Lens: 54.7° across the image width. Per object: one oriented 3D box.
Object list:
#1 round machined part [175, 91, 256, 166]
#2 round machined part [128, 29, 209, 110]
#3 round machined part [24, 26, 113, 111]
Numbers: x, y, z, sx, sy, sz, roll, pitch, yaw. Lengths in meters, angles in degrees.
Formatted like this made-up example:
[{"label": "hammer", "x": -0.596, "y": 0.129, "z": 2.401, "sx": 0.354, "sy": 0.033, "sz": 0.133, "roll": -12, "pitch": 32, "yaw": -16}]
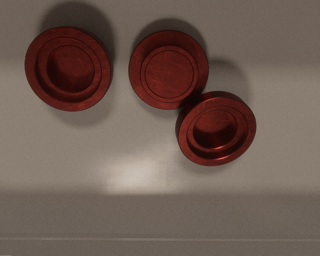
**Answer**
[{"label": "round machined part", "x": 0.068, "y": -0.003, "z": 0.396, "sx": 0.099, "sy": 0.042, "sz": 0.097, "roll": -3, "pitch": 119, "yaw": -6}, {"label": "round machined part", "x": 0.011, "y": -0.068, "z": 0.377, "sx": 0.099, "sy": 0.042, "sz": 0.097, "roll": 0, "pitch": 110, "yaw": -1}, {"label": "round machined part", "x": -0.106, "y": -0.072, "z": 0.374, "sx": 0.099, "sy": 0.042, "sz": 0.097, "roll": 0, "pitch": 110, "yaw": -1}]
